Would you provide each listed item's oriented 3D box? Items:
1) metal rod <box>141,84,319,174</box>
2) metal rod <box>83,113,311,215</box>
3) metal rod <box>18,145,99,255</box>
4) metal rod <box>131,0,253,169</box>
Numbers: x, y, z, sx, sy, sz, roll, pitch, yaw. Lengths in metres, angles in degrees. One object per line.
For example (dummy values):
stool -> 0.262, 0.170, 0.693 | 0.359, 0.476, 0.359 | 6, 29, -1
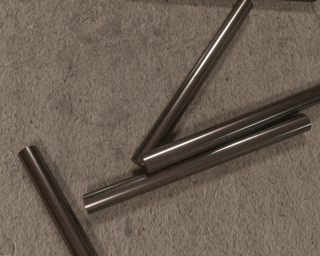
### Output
metal rod -> 0.119, -0.009, 0.400 | 0.302, 0.025, 0.025 | -21, 72, -13
metal rod -> 0.052, 0.042, 0.393 | 0.302, 0.025, 0.025 | -20, 72, -8
metal rod -> -0.085, 0.147, 0.353 | 0.025, 0.025, 0.299 | -32, 74, -11
metal rod -> 0.053, -0.073, 0.435 | 0.025, 0.025, 0.300 | 31, 72, 10
